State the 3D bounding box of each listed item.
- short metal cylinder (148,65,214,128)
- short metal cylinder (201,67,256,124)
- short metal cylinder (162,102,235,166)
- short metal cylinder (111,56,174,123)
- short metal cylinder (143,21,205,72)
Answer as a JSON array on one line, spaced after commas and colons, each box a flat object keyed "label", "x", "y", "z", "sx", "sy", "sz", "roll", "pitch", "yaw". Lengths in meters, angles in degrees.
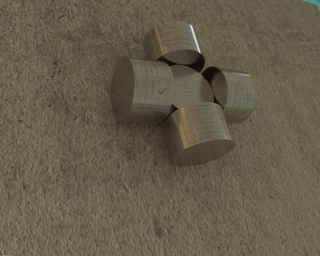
[{"label": "short metal cylinder", "x": 0.027, "y": -0.040, "z": 0.430, "sx": 0.081, "sy": 0.050, "sz": 0.080, "roll": 14, "pitch": 56, "yaw": -21}, {"label": "short metal cylinder", "x": 0.092, "y": -0.046, "z": 0.450, "sx": 0.050, "sy": 0.080, "sz": 0.080, "roll": 2, "pitch": 61, "yaw": -28}, {"label": "short metal cylinder", "x": 0.048, "y": 0.010, "z": 0.391, "sx": 0.081, "sy": 0.080, "sz": 0.050, "roll": 0, "pitch": 61, "yaw": -29}, {"label": "short metal cylinder", "x": -0.024, "y": -0.046, "z": 0.387, "sx": 0.050, "sy": 0.080, "sz": 0.080, "roll": 2, "pitch": 61, "yaw": -28}, {"label": "short metal cylinder", "x": 0.019, "y": -0.106, "z": 0.445, "sx": 0.081, "sy": 0.080, "sz": 0.050, "roll": 2, "pitch": 62, "yaw": -28}]
